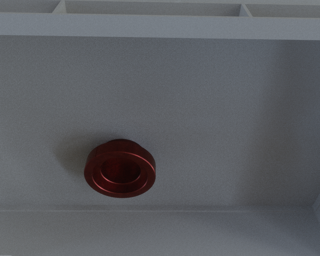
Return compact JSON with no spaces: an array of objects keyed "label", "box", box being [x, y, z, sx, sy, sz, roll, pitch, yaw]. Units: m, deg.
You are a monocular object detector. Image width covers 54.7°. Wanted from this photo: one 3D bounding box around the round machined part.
[{"label":"round machined part","box":[-0.055,0.054,0.443,0.099,0.042,0.097,-1,130,0]}]
